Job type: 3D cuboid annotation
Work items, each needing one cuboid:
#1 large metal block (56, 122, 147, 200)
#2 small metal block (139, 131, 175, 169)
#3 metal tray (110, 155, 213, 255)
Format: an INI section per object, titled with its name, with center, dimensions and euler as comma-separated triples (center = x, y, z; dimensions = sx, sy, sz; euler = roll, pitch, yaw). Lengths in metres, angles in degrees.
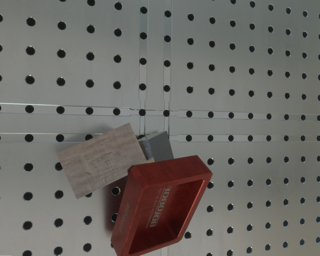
[large metal block]
center = -0.069, 0.037, 0.355
dimensions = 0.081, 0.080, 0.050
euler = -24, 91, -19
[small metal block]
center = -0.007, 0.035, 0.397
dimensions = 0.050, 0.025, 0.050
euler = -24, 101, -61
[metal tray]
center = -0.001, 0.095, 0.364
dimensions = 0.091, 0.030, 0.129
euler = -6, 129, -32
